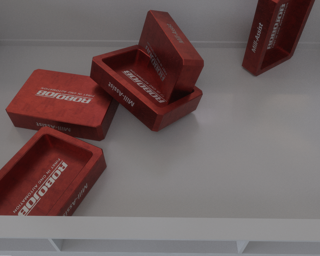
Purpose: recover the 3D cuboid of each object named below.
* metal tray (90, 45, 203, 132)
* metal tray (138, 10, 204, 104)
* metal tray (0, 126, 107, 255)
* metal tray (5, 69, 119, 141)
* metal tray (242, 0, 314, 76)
[{"bbox_3d":[-0.019,-0.059,0.419,0.130,0.030,0.091,40,45,21],"label":"metal tray"},{"bbox_3d":[0.007,-0.094,0.438,0.030,0.089,0.130,-3,48,-27],"label":"metal tray"},{"bbox_3d":[-0.132,0.064,0.346,0.090,0.030,0.130,21,53,16],"label":"metal tray"},{"bbox_3d":[-0.129,-0.035,0.430,0.131,0.030,0.090,9,51,7],"label":"metal tray"},{"bbox_3d":[0.177,-0.149,0.463,0.091,0.129,0.030,-28,56,-21],"label":"metal tray"}]
